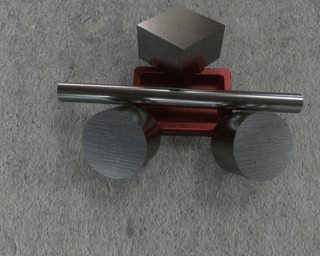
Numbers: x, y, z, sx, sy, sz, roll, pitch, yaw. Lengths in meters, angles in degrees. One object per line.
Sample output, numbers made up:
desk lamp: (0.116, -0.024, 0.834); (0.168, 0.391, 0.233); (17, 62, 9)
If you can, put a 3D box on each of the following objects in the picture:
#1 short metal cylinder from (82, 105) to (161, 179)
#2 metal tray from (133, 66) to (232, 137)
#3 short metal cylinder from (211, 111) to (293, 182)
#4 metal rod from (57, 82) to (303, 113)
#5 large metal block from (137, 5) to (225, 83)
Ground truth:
short metal cylinder: (-0.045, 0.014, 0.371); (0.080, 0.050, 0.079); (3, 102, 17)
metal tray: (0.029, -0.036, 0.420); (0.131, 0.030, 0.090); (2, 70, 0)
short metal cylinder: (0.109, 0.020, 0.372); (0.081, 0.050, 0.079); (-1, 93, -19)
metal rod: (0.024, -0.038, 0.392); (0.302, 0.025, 0.025); (3, 70, 1)
large metal block: (0.027, -0.115, 0.415); (0.080, 0.050, 0.080); (36, 56, 28)
